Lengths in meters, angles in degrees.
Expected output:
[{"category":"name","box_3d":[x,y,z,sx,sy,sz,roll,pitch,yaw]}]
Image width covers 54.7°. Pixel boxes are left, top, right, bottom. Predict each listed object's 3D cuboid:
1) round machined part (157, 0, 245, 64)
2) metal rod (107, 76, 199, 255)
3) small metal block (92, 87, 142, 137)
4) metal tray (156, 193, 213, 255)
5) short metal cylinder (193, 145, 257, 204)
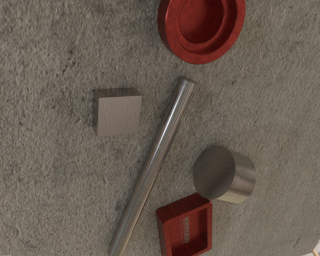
[{"category":"round machined part","box_3d":[0.041,-0.124,0.342,0.099,0.042,0.097,-14,124,-21]},{"category":"metal rod","box_3d":[-0.017,0.069,0.440,0.025,0.025,0.298,9,114,-33]},{"category":"small metal block","box_3d":[-0.052,-0.019,0.367,0.050,0.025,0.050,-6,121,-25]},{"category":"metal tray","box_3d":[0.045,0.179,0.538,0.091,0.030,0.129,-18,126,-18]},{"category":"short metal cylinder","box_3d":[0.096,0.071,0.468,0.050,0.080,0.080,21,107,-36]}]
